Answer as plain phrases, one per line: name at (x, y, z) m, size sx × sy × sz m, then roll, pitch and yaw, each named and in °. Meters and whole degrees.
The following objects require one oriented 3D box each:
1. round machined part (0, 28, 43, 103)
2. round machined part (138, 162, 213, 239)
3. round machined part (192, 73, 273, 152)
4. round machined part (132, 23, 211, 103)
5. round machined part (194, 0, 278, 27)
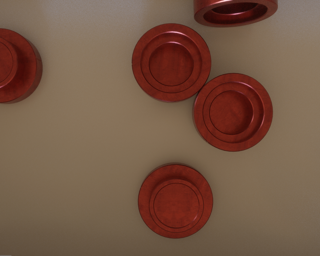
round machined part at (-0.209, -0.081, 0.401) m, size 0.099 × 0.042 × 0.097 m, roll 0°, pitch 90°, yaw 0°
round machined part at (0.020, 0.096, 0.403) m, size 0.099 × 0.042 × 0.097 m, roll 0°, pitch 90°, yaw 0°
round machined part at (0.090, -0.020, 0.403) m, size 0.099 × 0.042 × 0.097 m, roll 0°, pitch 91°, yaw -2°
round machined part at (0.014, -0.081, 0.403) m, size 0.099 × 0.042 × 0.097 m, roll 0°, pitch 90°, yaw 0°
round machined part at (0.090, -0.158, 0.375) m, size 0.099 × 0.098 × 0.042 m, roll -2°, pitch 91°, yaw 0°
